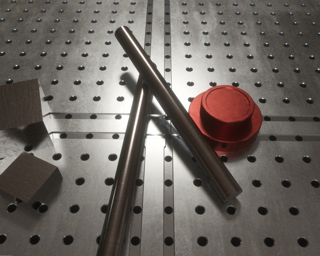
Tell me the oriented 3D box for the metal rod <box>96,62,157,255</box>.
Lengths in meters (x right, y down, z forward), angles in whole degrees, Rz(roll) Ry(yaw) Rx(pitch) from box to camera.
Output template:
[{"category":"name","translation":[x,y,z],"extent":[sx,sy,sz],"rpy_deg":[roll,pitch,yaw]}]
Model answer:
[{"category":"metal rod","translation":[-0.034,0.018,0.391],"extent":[0.025,0.025,0.300],"rpy_deg":[5,50,4]}]

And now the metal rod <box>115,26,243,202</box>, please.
[{"category":"metal rod","translation":[0.011,-0.036,0.414],"extent":[0.025,0.025,0.299],"rpy_deg":[-22,61,-18]}]

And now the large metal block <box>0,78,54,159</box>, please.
[{"category":"large metal block","translation":[-0.188,-0.012,0.399],"extent":[0.081,0.050,0.080],"rpy_deg":[-14,52,-12]}]

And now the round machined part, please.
[{"category":"round machined part","translation":[0.087,-0.020,0.415],"extent":[0.099,0.042,0.098],"rpy_deg":[0,50,0]}]

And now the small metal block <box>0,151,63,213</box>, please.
[{"category":"small metal block","translation":[-0.150,0.061,0.355],"extent":[0.050,0.025,0.050],"rpy_deg":[21,53,16]}]
